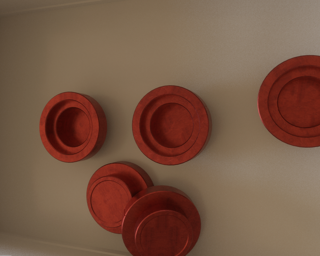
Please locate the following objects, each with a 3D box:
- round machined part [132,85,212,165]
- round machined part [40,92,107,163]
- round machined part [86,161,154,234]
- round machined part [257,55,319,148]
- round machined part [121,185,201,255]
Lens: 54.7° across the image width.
[{"bbox_3d":[0.018,-0.003,0.395,0.098,0.042,0.097,0,90,20],"label":"round machined part"},{"bbox_3d":[-0.118,-0.001,0.443,0.098,0.042,0.097,0,90,20],"label":"round machined part"},{"bbox_3d":[-0.059,0.096,0.422,0.098,0.042,0.097,0,90,20],"label":"round machined part"},{"bbox_3d":[0.161,-0.028,0.344,0.098,0.042,0.097,0,90,20],"label":"round machined part"},{"bbox_3d":[0.002,0.124,0.379,0.099,0.042,0.097,-1,99,-8],"label":"round machined part"}]
